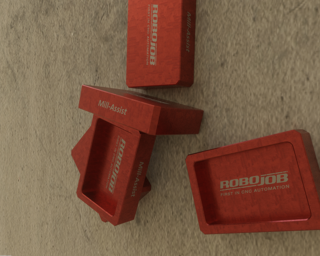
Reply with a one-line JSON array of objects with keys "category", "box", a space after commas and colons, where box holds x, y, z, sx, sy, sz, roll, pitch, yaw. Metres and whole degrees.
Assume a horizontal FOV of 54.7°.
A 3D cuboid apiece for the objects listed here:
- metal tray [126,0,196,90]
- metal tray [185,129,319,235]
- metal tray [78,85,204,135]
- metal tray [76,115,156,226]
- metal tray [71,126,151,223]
[{"category": "metal tray", "box": [0.000, -0.117, 0.400, 0.090, 0.030, 0.129, 3, 92, 39]}, {"category": "metal tray", "box": [0.095, 0.059, 0.322, 0.130, 0.030, 0.090, -18, 79, 38]}, {"category": "metal tray", "box": [-0.025, -0.023, 0.380, 0.130, 0.091, 0.030, 19, 102, 38]}, {"category": "metal tray", "box": [-0.061, 0.049, 0.409, 0.090, 0.030, 0.129, 24, 104, 37]}, {"category": "metal tray", "box": [-0.077, 0.061, 0.463, 0.090, 0.030, 0.130, -46, 63, 30]}]
